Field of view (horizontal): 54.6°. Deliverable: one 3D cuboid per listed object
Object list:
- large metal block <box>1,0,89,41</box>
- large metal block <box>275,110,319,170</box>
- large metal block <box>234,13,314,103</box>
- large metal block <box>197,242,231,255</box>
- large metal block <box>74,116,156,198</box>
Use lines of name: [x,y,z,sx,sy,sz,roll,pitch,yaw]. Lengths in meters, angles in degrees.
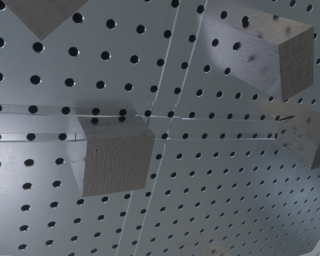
large metal block: [-0.108,-0.124,0.240,0.050,0.080,0.080,-41,129,0]
large metal block: [0.260,0.018,0.528,0.081,0.080,0.050,-15,125,-20]
large metal block: [0.146,-0.092,0.397,0.050,0.080,0.080,-29,128,-10]
large metal block: [0.110,0.294,0.636,0.080,0.050,0.080,-26,128,-13]
large metal block: [-0.059,0.033,0.383,0.081,0.050,0.079,-3,120,-27]
